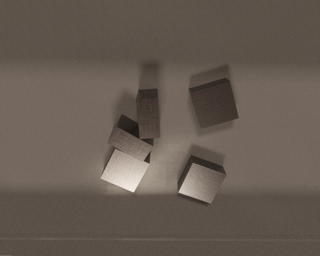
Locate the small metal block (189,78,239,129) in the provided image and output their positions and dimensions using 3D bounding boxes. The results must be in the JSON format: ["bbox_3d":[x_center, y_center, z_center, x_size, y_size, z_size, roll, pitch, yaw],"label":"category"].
[{"bbox_3d":[0.069,-0.032,0.401,0.050,0.025,0.050,-16,110,5],"label":"small metal block"}]

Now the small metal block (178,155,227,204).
[{"bbox_3d":[0.058,0.073,0.439,0.050,0.025,0.050,20,109,-8],"label":"small metal block"}]

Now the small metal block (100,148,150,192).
[{"bbox_3d":[-0.048,0.054,0.431,0.050,0.025,0.050,25,108,-10],"label":"small metal block"}]

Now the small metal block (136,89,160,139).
[{"bbox_3d":[-0.014,-0.019,0.391,0.025,0.050,0.050,-4,110,1],"label":"small metal block"}]

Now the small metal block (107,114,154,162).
[{"bbox_3d":[-0.036,0.012,0.402,0.050,0.050,0.025,29,108,-11],"label":"small metal block"}]
